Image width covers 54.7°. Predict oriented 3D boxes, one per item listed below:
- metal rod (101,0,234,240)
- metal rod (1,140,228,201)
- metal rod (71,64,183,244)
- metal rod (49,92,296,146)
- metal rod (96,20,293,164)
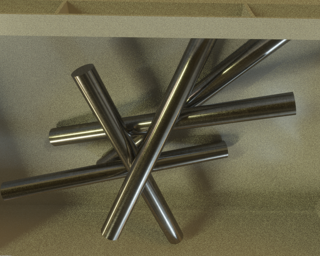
[{"bbox_3d":[-0.001,0.004,0.348,0.025,0.025,0.298,21,107,-17],"label":"metal rod"},{"bbox_3d":[-0.056,0.057,0.422,0.302,0.025,0.025,-10,130,-5],"label":"metal rod"},{"bbox_3d":[-0.027,0.055,0.396,0.025,0.025,0.299,-16,125,13],"label":"metal rod"},{"bbox_3d":[0.000,-0.007,0.373,0.301,0.025,0.025,-8,130,18],"label":"metal rod"},{"bbox_3d":[0.023,-0.023,0.389,0.299,0.025,0.025,-37,121,27],"label":"metal rod"}]
